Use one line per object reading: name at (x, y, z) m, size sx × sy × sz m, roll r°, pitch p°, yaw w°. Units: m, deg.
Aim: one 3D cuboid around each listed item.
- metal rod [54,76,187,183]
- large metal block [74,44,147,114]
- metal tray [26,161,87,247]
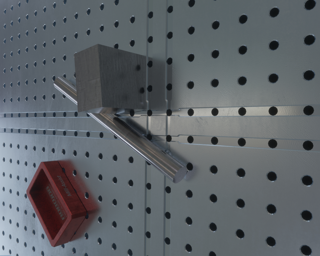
metal rod at (-0.077, -0.011, 0.472) m, size 0.300 × 0.025 × 0.025 m, roll 34°, pitch 111°, yaw 34°
large metal block at (-0.067, -0.063, 0.429) m, size 0.050 × 0.081 × 0.080 m, roll -8°, pitch 85°, yaw 40°
metal tray at (-0.192, 0.135, 0.564) m, size 0.130 × 0.030 × 0.089 m, roll 49°, pitch 119°, yaw 28°
